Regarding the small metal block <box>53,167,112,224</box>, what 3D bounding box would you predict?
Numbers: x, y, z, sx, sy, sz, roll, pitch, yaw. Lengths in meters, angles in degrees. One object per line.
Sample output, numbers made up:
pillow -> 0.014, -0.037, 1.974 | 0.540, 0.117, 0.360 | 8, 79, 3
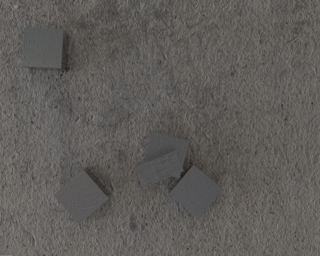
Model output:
small metal block -> -0.101, 0.088, 0.409 | 0.050, 0.025, 0.050 | -41, 90, 0

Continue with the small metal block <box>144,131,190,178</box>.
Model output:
small metal block -> 0.007, 0.034, 0.410 | 0.050, 0.025, 0.050 | 15, 90, 0

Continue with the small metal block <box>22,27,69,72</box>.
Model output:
small metal block -> -0.150, -0.103, 0.409 | 0.050, 0.025, 0.050 | 3, 90, 0

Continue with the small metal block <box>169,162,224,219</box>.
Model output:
small metal block -> 0.047, 0.082, 0.410 | 0.050, 0.025, 0.050 | 40, 90, 0

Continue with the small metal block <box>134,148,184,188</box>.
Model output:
small metal block -> -0.001, 0.046, 0.372 | 0.050, 0.050, 0.025 | -23, 90, 0
